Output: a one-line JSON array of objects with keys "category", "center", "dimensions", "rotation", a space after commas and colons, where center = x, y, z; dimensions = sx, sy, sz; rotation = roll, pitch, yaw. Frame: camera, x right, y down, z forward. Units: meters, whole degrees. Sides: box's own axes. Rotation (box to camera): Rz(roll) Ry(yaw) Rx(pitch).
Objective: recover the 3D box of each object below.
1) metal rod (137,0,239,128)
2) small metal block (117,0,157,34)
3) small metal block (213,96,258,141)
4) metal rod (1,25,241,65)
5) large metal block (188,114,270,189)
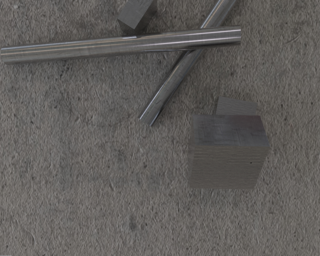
[{"category": "metal rod", "center": [0.064, -0.131, 0.410], "dimensions": [0.025, 0.025, 0.299], "rotation": [34, 90, 0]}, {"category": "small metal block", "center": [-0.028, -0.146, 0.397], "dimensions": [0.025, 0.050, 0.050], "rotation": [33, 90, 0]}, {"category": "small metal block", "center": [0.096, -0.012, 0.411], "dimensions": [0.050, 0.025, 0.050], "rotation": [10, 90, 0]}, {"category": "metal rod", "center": [-0.053, -0.104, 0.394], "dimensions": [0.302, 0.025, 0.025], "rotation": [-3, 90, 6]}, {"category": "large metal block", "center": [0.078, 0.030, 0.377], "dimensions": [0.081, 0.050, 0.079], "rotation": [1, 134, 0]}]
